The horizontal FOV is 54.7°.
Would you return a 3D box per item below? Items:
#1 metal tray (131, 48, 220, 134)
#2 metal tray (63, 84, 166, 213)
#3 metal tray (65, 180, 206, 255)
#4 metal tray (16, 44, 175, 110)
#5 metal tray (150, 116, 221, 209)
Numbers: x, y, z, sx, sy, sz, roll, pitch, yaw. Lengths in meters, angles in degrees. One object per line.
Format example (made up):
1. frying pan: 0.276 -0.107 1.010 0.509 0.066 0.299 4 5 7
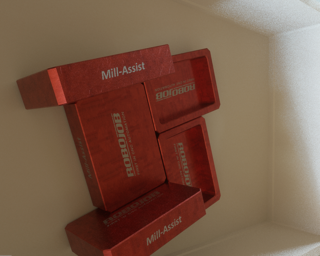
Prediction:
1. metal tray: 0.024 -0.054 0.423 0.131 0.030 0.089 -22 104 -38
2. metal tray: -0.048 0.019 0.361 0.091 0.030 0.129 -22 104 -38
3. metal tray: -0.025 0.101 0.342 0.131 0.090 0.030 -22 105 -38
4. metal tray: -0.061 -0.052 0.310 0.131 0.090 0.030 -23 105 -38
5. metal tray: 0.035 0.057 0.433 0.091 0.030 0.129 -22 104 -38
